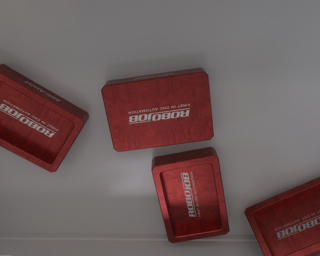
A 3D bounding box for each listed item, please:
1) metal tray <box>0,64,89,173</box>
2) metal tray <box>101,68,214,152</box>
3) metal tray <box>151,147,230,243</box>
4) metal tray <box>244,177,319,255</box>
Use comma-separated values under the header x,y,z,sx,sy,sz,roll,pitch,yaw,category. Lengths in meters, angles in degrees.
x,y,z,sx,sy,sz,roll,pitch,yaw,category
-0.172,-0.011,0.402,0.130,0.030,0.090,31,107,-11,metal tray
-0.001,-0.023,0.400,0.131,0.030,0.089,-8,110,2,metal tray
0.045,0.098,0.444,0.090,0.030,0.129,-11,110,4,metal tray
0.195,0.130,0.423,0.130,0.090,0.030,-26,133,9,metal tray
